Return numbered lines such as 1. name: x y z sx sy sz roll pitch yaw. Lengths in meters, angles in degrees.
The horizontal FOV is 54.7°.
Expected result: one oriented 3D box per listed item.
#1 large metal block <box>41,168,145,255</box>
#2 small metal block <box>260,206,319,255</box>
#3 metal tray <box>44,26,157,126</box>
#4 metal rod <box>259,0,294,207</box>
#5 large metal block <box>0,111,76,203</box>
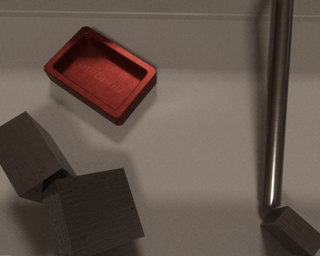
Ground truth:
1. large metal block: -0.074 0.095 0.340 0.081 0.050 0.080 -5 67 -40
2. small metal block: 0.150 0.119 0.355 0.050 0.050 0.025 43 76 13
3. metal tray: -0.081 -0.074 0.433 0.130 0.030 0.090 34 73 11
4. metal rod: 0.142 -0.056 0.374 0.025 0.025 0.298 3 92 1
5. large metal block: -0.146 0.039 0.365 0.050 0.080 0.080 -35 74 -12
